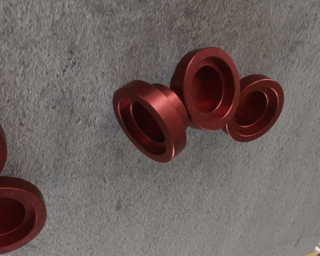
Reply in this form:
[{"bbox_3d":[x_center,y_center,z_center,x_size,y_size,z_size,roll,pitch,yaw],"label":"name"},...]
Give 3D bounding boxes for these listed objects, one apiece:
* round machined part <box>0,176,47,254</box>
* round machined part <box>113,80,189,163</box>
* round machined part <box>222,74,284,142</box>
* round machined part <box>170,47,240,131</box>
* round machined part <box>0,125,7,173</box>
[{"bbox_3d":[-0.184,0.094,0.353,0.099,0.042,0.097,-14,124,-21],"label":"round machined part"},{"bbox_3d":[-0.006,-0.012,0.353,0.042,0.098,0.097,-38,132,-28],"label":"round machined part"},{"bbox_3d":[0.124,-0.032,0.444,0.099,0.042,0.097,-14,124,-21],"label":"round machined part"},{"bbox_3d":[0.051,-0.047,0.378,0.099,0.042,0.097,-5,97,-39],"label":"round machined part"},{"bbox_3d":[-0.202,0.016,0.296,0.099,0.042,0.097,-14,124,-21],"label":"round machined part"}]
